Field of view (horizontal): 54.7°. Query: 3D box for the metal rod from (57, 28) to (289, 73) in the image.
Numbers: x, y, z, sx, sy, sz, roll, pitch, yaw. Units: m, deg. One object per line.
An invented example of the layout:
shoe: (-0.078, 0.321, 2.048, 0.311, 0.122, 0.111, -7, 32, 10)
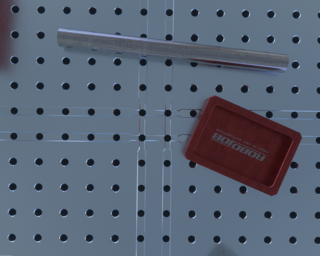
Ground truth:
metal rod: (0.018, -0.103, 0.413, 0.302, 0.025, 0.025, 6, 90, -1)

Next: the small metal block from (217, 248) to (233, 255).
small metal block: (0.091, 0.201, 0.415, 0.050, 0.025, 0.050, 39, 90, -1)

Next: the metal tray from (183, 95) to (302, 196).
metal tray: (0.107, 0.023, 0.412, 0.131, 0.030, 0.090, 24, 90, -1)
